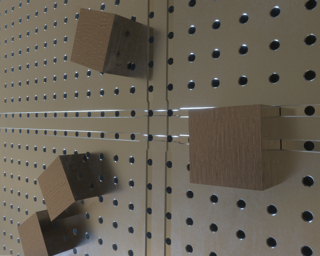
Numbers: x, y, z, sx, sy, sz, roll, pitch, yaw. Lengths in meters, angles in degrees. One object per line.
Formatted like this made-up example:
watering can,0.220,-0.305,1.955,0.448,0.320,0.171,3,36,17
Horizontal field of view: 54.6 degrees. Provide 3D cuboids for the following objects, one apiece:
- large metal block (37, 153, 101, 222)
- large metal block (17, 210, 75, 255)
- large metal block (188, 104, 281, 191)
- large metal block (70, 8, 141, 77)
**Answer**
large metal block,-0.155,0.099,0.523,0.080,0.050,0.080,-41,65,32
large metal block,-0.211,0.201,0.570,0.080,0.050,0.080,-38,67,33
large metal block,0.078,0.019,0.329,0.080,0.050,0.080,-2,89,40
large metal block,-0.083,-0.127,0.463,0.080,0.050,0.080,25,106,37
